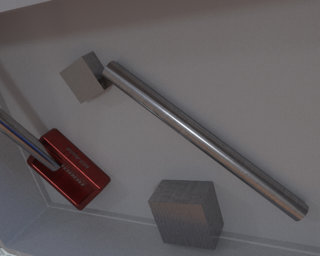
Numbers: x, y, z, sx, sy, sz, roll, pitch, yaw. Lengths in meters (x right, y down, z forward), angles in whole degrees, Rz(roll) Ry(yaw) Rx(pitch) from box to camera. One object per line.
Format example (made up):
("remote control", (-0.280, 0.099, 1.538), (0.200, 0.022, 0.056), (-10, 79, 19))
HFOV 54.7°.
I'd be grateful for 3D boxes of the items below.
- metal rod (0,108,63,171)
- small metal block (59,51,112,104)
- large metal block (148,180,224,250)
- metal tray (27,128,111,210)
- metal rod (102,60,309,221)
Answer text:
("metal rod", (-0.239, -0.030, 0.419), (0.025, 0.025, 0.300), (-6, 139, 30))
("small metal block", (-0.098, -0.067, 0.417), (0.050, 0.025, 0.050), (-23, 107, 36))
("large metal block", (0.039, 0.123, 0.447), (0.080, 0.050, 0.080), (-4, 117, 29))
("metal tray", (-0.158, 0.073, 0.531), (0.130, 0.030, 0.090), (43, 129, -2))
("metal rod", (0.054, 0.014, 0.388), (0.300, 0.025, 0.025), (37, 129, 3))
